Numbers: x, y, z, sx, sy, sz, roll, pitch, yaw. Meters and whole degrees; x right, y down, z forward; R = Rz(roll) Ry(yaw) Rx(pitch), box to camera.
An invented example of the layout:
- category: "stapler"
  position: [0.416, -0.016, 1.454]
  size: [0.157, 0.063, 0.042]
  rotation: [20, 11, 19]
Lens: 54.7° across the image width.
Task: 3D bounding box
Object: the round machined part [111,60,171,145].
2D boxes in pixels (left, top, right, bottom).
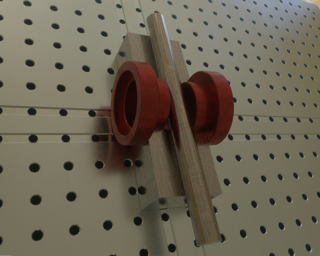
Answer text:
- category: "round machined part"
  position: [-0.022, -0.028, 0.365]
  size: [0.042, 0.097, 0.098]
  rotation: [2, 61, -27]

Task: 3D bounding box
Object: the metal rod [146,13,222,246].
- category: "metal rod"
  position: [0.021, -0.019, 0.367]
  size: [0.025, 0.025, 0.299]
  rotation: [3, 61, -27]

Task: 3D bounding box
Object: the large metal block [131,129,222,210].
- category: "large metal block"
  position: [0.017, 0.049, 0.371]
  size: [0.081, 0.050, 0.080]
  rotation: [3, 61, -27]

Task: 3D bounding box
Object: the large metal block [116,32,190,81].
- category: "large metal block"
  position: [-0.011, -0.081, 0.435]
  size: [0.081, 0.050, 0.080]
  rotation: [2, 61, -27]

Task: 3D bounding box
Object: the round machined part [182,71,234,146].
- category: "round machined part"
  position: [0.049, -0.025, 0.403]
  size: [0.042, 0.097, 0.098]
  rotation: [-1, 62, -23]
